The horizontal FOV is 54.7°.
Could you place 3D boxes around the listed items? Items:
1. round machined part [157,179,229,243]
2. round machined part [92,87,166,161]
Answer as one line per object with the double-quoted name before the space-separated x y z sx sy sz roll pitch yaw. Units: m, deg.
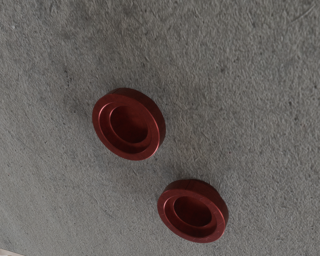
"round machined part" 0.049 0.112 0.439 0.098 0.042 0.097 13 124 21
"round machined part" -0.037 -0.009 0.410 0.098 0.042 0.097 13 124 21
